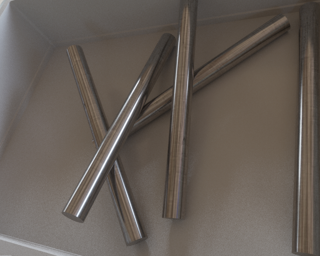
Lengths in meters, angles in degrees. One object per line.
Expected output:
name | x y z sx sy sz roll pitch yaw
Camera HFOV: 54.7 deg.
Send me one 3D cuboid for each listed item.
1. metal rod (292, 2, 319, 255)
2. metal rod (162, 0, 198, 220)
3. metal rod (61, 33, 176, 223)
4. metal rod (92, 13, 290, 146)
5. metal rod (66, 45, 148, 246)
metal rod | 0.160 -0.021 0.333 0.025 0.025 0.300 -1 61 27
metal rod | 0.028 -0.041 0.387 0.025 0.025 0.299 -4 68 26
metal rod | -0.038 -0.023 0.401 0.025 0.025 0.300 3 52 29
metal rod | 0.038 -0.057 0.419 0.300 0.025 0.025 -33 52 5
metal rod | -0.078 0.003 0.409 0.025 0.025 0.299 -29 63 10
